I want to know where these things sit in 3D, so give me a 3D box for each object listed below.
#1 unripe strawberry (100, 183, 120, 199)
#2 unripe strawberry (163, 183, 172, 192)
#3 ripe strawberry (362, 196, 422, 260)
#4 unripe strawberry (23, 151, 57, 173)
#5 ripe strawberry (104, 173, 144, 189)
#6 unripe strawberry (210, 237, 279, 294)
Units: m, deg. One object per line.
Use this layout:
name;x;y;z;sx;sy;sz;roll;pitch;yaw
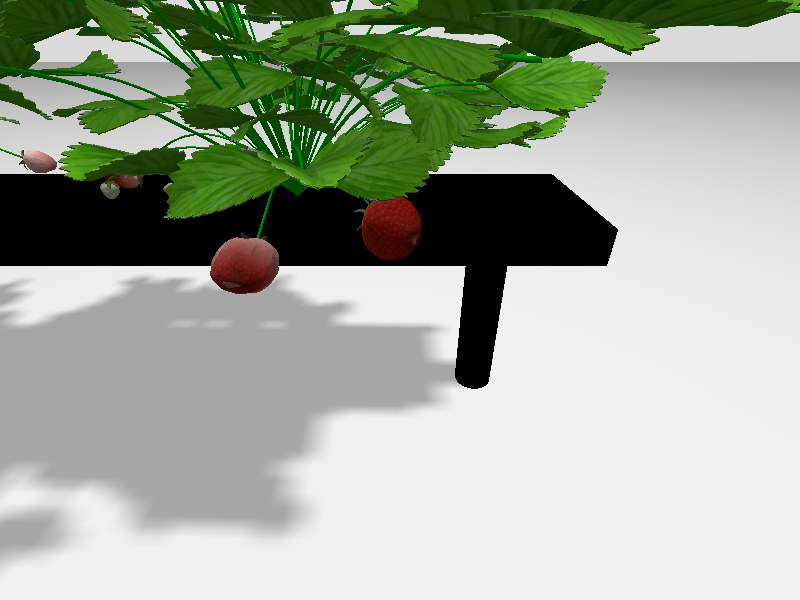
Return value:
unripe strawberry;-0.247;-0.093;0.342;0.014;0.014;0.013;5;32;-8
unripe strawberry;-0.200;-0.097;0.350;0.012;0.010;0.012;-1;32;-1
ripe strawberry;-0.003;-0.042;0.242;0.037;0.039;0.040;-21;38;-29
unripe strawberry;-0.366;-0.140;0.408;0.025;0.022;0.025;4;28;-27
ripe strawberry;-0.252;-0.117;0.363;0.031;0.030;0.034;3;32;6
unripe strawberry;-0.079;-0.015;0.203;0.034;0.030;0.031;-2;33;-3
